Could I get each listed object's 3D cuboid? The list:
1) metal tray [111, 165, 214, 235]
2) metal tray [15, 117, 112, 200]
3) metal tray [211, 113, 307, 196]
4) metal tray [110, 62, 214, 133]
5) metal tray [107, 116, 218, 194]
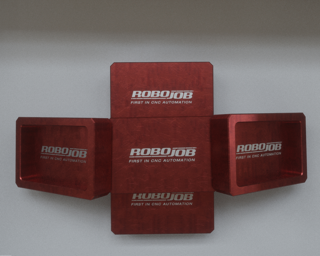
[{"bbox_3d":[0.003,0.090,0.406,0.131,0.030,0.089,0,90,-1],"label":"metal tray"},{"bbox_3d":[-0.120,0.032,0.376,0.130,0.030,0.089,2,91,29],"label":"metal tray"},{"bbox_3d":[0.124,0.027,0.377,0.131,0.030,0.089,-2,91,-30],"label":"metal tray"},{"bbox_3d":[0.003,-0.039,0.406,0.131,0.030,0.089,0,90,-1],"label":"metal tray"},{"bbox_3d":[0.003,0.032,0.377,0.131,0.030,0.089,-1,90,-1],"label":"metal tray"}]
